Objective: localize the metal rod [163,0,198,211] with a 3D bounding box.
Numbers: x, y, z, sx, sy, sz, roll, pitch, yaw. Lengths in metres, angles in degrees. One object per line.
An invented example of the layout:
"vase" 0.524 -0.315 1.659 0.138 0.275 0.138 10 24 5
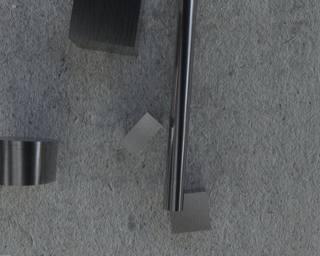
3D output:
"metal rod" 0.028 -0.047 0.397 0.025 0.025 0.298 5 85 -1

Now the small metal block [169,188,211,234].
"small metal block" 0.038 0.109 0.411 0.050 0.025 0.050 -6 90 -1

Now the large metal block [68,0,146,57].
"large metal block" -0.065 -0.142 0.397 0.081 0.050 0.080 8 90 -1

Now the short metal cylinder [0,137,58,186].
"short metal cylinder" -0.169 0.038 0.380 0.081 0.080 0.050 4 90 -1

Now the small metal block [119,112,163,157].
"small metal block" -0.023 0.007 0.397 0.025 0.050 0.050 42 90 -1
